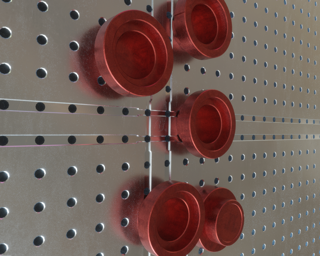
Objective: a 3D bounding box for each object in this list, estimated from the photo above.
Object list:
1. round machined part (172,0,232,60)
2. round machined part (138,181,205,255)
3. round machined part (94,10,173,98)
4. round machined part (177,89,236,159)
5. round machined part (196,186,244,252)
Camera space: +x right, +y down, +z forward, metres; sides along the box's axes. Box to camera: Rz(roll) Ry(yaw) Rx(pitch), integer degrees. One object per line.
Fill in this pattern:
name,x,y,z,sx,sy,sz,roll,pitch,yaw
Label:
round machined part,0.056,-0.146,0.443,0.099,0.042,0.097,0,90,-40
round machined part,0.011,0.117,0.406,0.099,0.042,0.097,0,90,-40
round machined part,-0.034,-0.085,0.368,0.099,0.042,0.097,0,90,-40
round machined part,0.063,-0.006,0.449,0.099,0.042,0.097,0,90,-40
round machined part,0.092,0.140,0.474,0.099,0.042,0.097,0,90,-40
